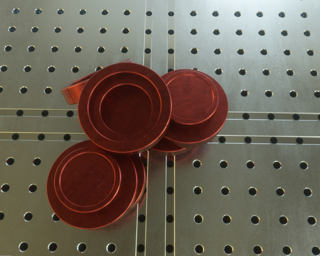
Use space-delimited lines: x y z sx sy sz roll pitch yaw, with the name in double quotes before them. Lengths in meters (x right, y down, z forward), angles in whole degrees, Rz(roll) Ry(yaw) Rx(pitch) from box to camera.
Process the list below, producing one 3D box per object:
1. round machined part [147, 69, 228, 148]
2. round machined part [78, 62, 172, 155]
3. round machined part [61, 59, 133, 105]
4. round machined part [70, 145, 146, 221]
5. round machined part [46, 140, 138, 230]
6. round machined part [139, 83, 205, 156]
"round machined part" 0.032 -0.029 0.368 0.099 0.042 0.098 0 69 0
"round machined part" -0.036 -0.019 0.341 0.098 0.042 0.098 -1 78 3
"round machined part" -0.073 -0.051 0.401 0.098 0.098 0.042 -26 107 -9
"round machined part" -0.066 0.057 0.359 0.099 0.042 0.098 0 70 0
"round machined part" -0.074 0.059 0.336 0.099 0.042 0.098 0 70 0
"round machined part" 0.010 -0.017 0.387 0.099 0.042 0.098 0 70 0
